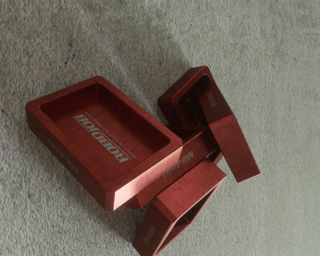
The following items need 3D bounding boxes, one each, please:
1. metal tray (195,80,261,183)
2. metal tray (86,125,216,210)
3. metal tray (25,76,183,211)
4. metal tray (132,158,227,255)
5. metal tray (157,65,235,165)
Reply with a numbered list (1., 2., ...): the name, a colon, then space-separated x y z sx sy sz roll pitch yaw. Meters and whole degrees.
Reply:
1. metal tray: 0.085 -0.001 0.407 0.090 0.030 0.130 59 12 -24
2. metal tray: -0.009 0.037 0.358 0.131 0.090 0.030 -31 110 -36
3. metal tray: -0.055 0.006 0.300 0.091 0.130 0.030 -31 148 -36
4. metal tray: 0.020 0.100 0.368 0.091 0.030 0.129 -31 154 -35
5. metal tray: 0.061 -0.014 0.456 0.090 0.030 0.130 -46 118 -30
